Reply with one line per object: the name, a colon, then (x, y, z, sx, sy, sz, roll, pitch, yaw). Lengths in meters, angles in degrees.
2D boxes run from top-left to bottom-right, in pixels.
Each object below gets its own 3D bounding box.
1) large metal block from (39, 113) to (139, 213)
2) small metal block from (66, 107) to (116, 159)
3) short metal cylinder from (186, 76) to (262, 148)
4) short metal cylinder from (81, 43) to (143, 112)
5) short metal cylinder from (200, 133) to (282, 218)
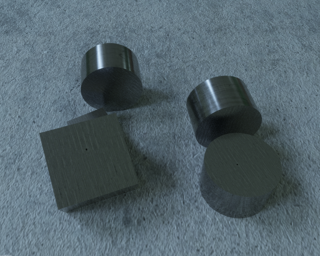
large metal block: (-0.075, 0.038, 0.337, 0.081, 0.050, 0.080, -16, 74, -13)
small metal block: (-0.084, 0.007, 0.397, 0.050, 0.025, 0.050, -24, 54, -19)
short metal cylinder: (0.077, -0.018, 0.383, 0.081, 0.080, 0.050, -7, 51, -6)
short metal cylinder: (-0.067, -0.068, 0.424, 0.081, 0.080, 0.050, -7, 51, -6)
short metal cylinder: (0.087, 0.052, 0.344, 0.081, 0.050, 0.080, 0, 50, 0)
